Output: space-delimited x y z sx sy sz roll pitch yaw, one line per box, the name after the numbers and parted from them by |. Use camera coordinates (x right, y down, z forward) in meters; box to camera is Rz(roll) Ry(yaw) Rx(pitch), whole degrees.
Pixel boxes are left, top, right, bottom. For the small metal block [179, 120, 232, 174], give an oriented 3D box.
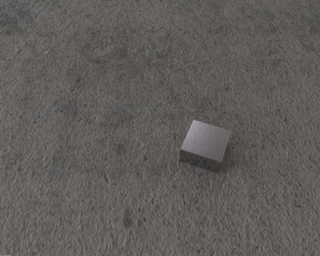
0.057 0.022 0.385 0.050 0.025 0.050 17 52 14 | small metal block
